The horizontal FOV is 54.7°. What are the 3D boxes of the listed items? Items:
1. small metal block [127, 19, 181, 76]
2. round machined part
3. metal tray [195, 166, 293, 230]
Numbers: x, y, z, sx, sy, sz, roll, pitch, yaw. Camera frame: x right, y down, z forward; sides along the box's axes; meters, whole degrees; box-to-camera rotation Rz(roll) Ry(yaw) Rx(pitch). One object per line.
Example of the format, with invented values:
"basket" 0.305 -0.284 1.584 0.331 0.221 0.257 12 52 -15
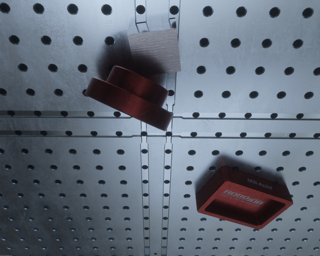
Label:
"small metal block" -0.005 -0.087 0.338 0.050 0.025 0.050 -6 130 5
"round machined part" -0.029 -0.036 0.345 0.099 0.098 0.042 25 91 -20
"metal tray" 0.136 0.118 0.509 0.131 0.030 0.089 20 127 -17
